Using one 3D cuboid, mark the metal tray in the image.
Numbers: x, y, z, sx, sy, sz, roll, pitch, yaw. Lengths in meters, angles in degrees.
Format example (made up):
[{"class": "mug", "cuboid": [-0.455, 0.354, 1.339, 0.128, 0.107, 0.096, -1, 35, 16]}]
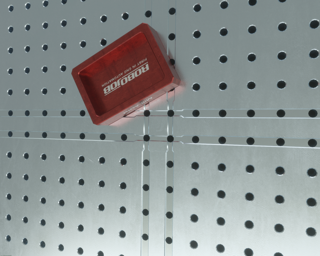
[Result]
[{"class": "metal tray", "cuboid": [-0.049, -0.070, 0.427, 0.130, 0.030, 0.090, -28, 81, 17]}]
